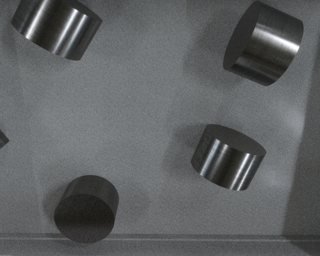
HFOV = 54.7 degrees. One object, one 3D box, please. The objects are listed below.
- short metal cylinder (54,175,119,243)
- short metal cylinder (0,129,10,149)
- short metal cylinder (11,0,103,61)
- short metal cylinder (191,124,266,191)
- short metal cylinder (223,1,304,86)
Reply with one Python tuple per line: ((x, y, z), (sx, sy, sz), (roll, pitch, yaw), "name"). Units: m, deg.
((-0.101, 0.114, 0.439), (0.081, 0.050, 0.079), (0, 110, 0), "short metal cylinder")
((-0.241, 0.020, 0.387), (0.080, 0.080, 0.050), (-29, 108, 10), "short metal cylinder")
((-0.111, -0.117, 0.338), (0.080, 0.080, 0.050), (32, 107, -11), "short metal cylinder")
((0.086, 0.035, 0.396), (0.080, 0.080, 0.050), (19, 109, -7), "short metal cylinder")
((0.113, -0.094, 0.348), (0.050, 0.080, 0.079), (21, 109, -8), "short metal cylinder")
